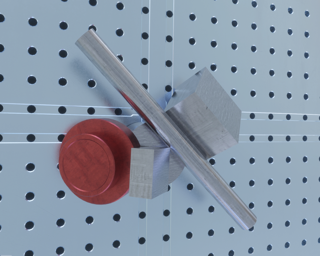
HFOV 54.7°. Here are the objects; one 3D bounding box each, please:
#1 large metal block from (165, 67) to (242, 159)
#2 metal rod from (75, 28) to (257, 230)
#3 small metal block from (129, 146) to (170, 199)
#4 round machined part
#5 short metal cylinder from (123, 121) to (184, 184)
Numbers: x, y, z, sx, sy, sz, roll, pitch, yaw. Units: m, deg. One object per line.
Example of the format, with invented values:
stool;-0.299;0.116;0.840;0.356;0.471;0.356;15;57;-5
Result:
large metal block;0.057;-0.020;0.394;0.080;0.050;0.080;48;32;-14
metal rod;0.017;0.012;0.362;0.025;0.025;0.300;-45;104;-14
small metal block;-0.010;0.046;0.336;0.025;0.050;0.050;3;89;20
round machined part;-0.072;0.038;0.346;0.098;0.042;0.097;1;94;18
short metal cylinder;-0.013;0.031;0.390;0.081;0.050;0.079;0;90;-20
